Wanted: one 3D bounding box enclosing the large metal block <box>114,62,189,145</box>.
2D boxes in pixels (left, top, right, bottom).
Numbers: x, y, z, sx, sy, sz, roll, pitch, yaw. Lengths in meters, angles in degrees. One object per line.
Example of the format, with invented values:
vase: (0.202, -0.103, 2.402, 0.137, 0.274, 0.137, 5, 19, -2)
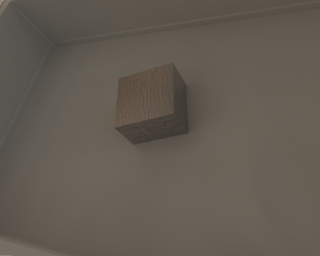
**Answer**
large metal block: (-0.010, -0.031, 0.413, 0.080, 0.050, 0.080, -13, 56, 21)
